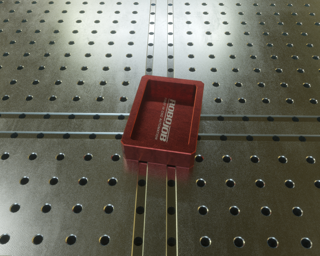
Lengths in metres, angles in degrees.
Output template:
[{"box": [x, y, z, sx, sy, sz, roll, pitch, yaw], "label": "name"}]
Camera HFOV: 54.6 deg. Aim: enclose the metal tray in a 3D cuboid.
[{"box": [0.008, -0.014, 0.416, 0.090, 0.030, 0.130, 8, 50, 6], "label": "metal tray"}]
